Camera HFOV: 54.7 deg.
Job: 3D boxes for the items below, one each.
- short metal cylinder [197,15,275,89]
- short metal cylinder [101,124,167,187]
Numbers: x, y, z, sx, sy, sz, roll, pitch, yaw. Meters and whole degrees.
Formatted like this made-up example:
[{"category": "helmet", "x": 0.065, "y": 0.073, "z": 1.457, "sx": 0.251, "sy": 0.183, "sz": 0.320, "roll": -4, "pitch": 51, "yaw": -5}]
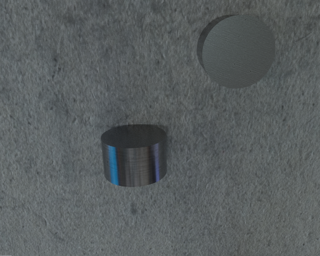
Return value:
[{"category": "short metal cylinder", "x": 0.087, "y": -0.091, "z": 0.364, "sx": 0.081, "sy": 0.050, "sz": 0.079, "roll": 0, "pitch": 110, "yaw": -1}, {"category": "short metal cylinder", "x": -0.032, "y": 0.032, "z": 0.392, "sx": 0.081, "sy": 0.080, "sz": 0.050, "roll": -1, "pitch": 110, "yaw": 0}]
